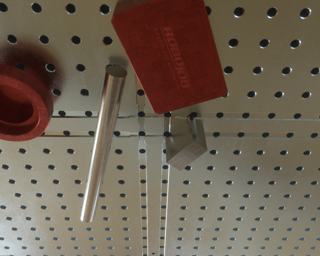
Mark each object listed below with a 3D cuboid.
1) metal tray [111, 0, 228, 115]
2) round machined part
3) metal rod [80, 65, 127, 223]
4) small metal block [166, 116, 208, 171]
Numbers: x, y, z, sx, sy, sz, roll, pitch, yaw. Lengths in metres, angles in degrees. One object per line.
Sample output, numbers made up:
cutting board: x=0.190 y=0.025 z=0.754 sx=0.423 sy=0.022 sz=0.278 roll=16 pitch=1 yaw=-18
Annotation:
metal tray: x=0.015 y=-0.082 z=0.339 sx=0.090 sy=0.030 sz=0.130 roll=-16 pitch=129 yaw=12
round machined part: x=-0.177 y=-0.033 z=0.370 sx=0.099 sy=0.042 sz=0.097 roll=-1 pitch=130 yaw=0
metal rod: x=-0.088 y=0.045 z=0.448 sx=0.025 sy=0.025 sz=0.298 roll=11 pitch=129 yaw=-10
small metal block: x=0.034 y=0.020 z=0.413 sx=0.025 sy=0.050 sz=0.050 roll=33 pitch=123 yaw=-25
